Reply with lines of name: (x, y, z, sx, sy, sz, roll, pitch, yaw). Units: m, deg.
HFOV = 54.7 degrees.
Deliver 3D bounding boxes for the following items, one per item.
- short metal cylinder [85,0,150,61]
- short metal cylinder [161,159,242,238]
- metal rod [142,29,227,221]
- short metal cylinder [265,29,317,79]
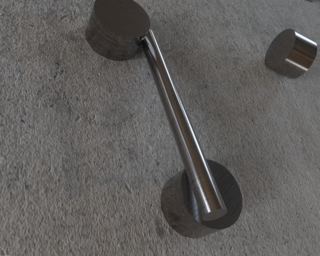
short metal cylinder: (-0.061, -0.143, 0.442, 0.081, 0.050, 0.080, 14, 56, -21)
short metal cylinder: (0.048, 0.083, 0.363, 0.081, 0.050, 0.080, 14, 56, -21)
metal rod: (0.016, -0.029, 0.389, 0.025, 0.025, 0.300, 4, 47, -26)
short metal cylinder: (0.246, -0.139, 0.586, 0.050, 0.080, 0.080, 21, 54, -16)
